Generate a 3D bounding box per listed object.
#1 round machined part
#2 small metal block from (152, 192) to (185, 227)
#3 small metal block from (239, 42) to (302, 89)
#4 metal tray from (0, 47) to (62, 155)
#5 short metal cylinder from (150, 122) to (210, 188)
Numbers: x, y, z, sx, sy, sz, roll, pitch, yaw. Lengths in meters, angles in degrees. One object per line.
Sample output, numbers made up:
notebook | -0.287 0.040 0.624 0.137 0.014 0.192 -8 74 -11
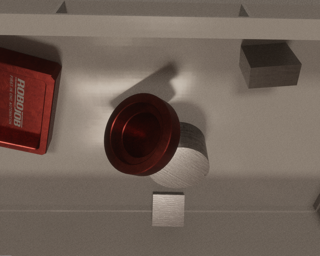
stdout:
round machined part | -0.017 0.010 0.378 0.098 0.098 0.042 -30 151 23
small metal block | 0.013 0.132 0.504 0.050 0.025 0.050 2 88 -2
small metal block | 0.117 -0.069 0.336 0.050 0.050 0.025 -4 130 3
metal tray | -0.176 -0.029 0.378 0.091 0.030 0.129 14 129 -12
short metal cylinder | 0.025 0.038 0.426 0.081 0.050 0.079 -1 130 0
